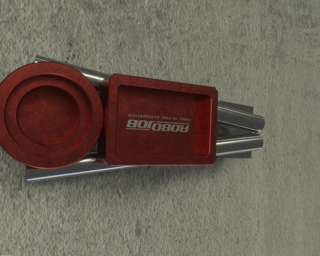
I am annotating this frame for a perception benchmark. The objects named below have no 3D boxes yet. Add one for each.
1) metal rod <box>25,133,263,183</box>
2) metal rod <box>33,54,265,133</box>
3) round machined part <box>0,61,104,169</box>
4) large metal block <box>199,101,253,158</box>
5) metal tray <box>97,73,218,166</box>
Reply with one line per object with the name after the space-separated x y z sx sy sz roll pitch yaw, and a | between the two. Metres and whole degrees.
0.004 0.030 0.370 0.303 0.025 0.025 -5 93 -28 | metal rod
0.008 -0.033 0.372 0.302 0.025 0.025 12 82 -27 | metal rod
-0.108 -0.012 0.298 0.099 0.042 0.097 0 90 -30 | round machined part
0.096 0.004 0.471 0.081 0.050 0.080 5 87 -40 | large metal block
0.001 -0.005 0.338 0.131 0.030 0.089 3 88 -28 | metal tray
